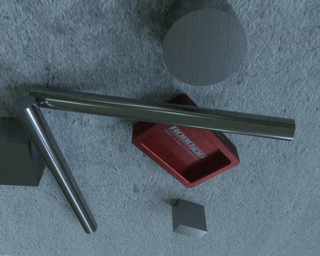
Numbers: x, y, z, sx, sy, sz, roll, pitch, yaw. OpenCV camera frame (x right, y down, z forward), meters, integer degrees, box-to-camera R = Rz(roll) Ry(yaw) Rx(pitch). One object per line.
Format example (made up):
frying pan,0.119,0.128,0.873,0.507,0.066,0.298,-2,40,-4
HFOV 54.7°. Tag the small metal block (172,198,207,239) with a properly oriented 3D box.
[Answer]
small metal block,0.049,0.153,0.522,0.050,0.050,0.025,21,127,-17

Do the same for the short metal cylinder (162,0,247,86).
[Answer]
short metal cylinder,0.043,-0.090,0.315,0.081,0.050,0.079,0,130,0

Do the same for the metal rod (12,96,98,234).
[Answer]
metal rod,-0.138,0.075,0.452,0.025,0.025,0.298,-4,136,3

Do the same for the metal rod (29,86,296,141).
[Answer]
metal rod,-0.003,-0.018,0.357,0.302,0.025,0.025,8,131,6

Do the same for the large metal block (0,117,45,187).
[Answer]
large metal block,-0.204,0.032,0.415,0.081,0.050,0.079,4,130,-4

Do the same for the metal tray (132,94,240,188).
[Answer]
metal tray,0.037,0.024,0.424,0.090,0.030,0.130,-32,124,24
